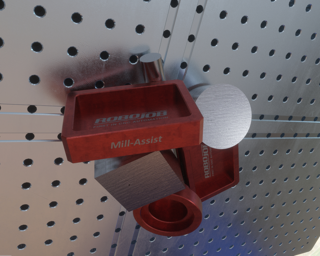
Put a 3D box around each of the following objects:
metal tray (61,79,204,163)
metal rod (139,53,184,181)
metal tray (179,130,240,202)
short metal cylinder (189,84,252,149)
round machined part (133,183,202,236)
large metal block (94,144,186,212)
[{"bbox_3d":[-0.030,-0.012,0.322,0.131,0.090,0.030,-8,125,-8],"label":"metal tray"},{"bbox_3d":[0.015,0.038,0.438,0.025,0.025,0.298,-23,127,-15],"label":"metal rod"},{"bbox_3d":[0.075,0.051,0.476,0.091,0.030,0.129,-23,127,-15],"label":"metal tray"},{"bbox_3d":[0.069,-0.016,0.399,0.081,0.050,0.079,-1,95,-17],"label":"short metal cylinder"},{"bbox_3d":[0.012,0.112,0.454,0.099,0.042,0.097,4,128,5],"label":"round machined part"},{"bbox_3d":[-0.024,0.050,0.384,0.080,0.050,0.080,-25,130,9],"label":"large metal block"}]
